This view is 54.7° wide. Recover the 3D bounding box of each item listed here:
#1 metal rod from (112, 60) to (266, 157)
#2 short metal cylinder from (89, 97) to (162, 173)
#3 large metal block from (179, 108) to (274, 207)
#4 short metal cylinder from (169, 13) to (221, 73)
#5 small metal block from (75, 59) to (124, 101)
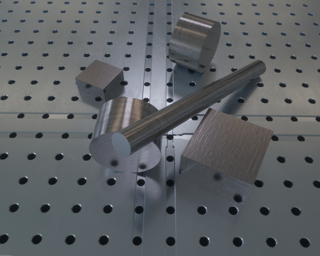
[{"bbox_3d":[0.060,-0.040,0.388,0.025,0.025,0.302,34,41,25],"label":"metal rod"},{"bbox_3d":[-0.038,0.010,0.363,0.080,0.080,0.050,3,50,2],"label":"short metal cylinder"},{"bbox_3d":[0.077,0.032,0.365,0.080,0.050,0.080,22,53,17],"label":"large metal block"},{"bbox_3d":[0.055,-0.132,0.484,0.050,0.080,0.080,24,54,19],"label":"short metal cylinder"},{"bbox_3d":[-0.090,-0.073,0.468,0.050,0.025,0.050,23,54,18],"label":"small metal block"}]
